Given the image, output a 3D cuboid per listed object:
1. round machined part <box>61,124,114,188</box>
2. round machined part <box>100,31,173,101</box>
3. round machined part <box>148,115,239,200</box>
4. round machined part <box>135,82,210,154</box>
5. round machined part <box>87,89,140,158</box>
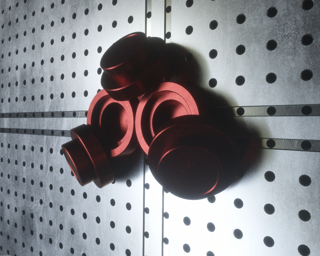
[{"bbox_3d":[-0.111,0.047,0.457,0.098,0.042,0.097,46,152,35],"label":"round machined part"},{"bbox_3d":[-0.036,-0.084,0.393,0.098,0.042,0.098,-22,41,21],"label":"round machined part"},{"bbox_3d":[0.035,0.038,0.333,0.098,0.042,0.097,4,118,9],"label":"round machined part"},{"bbox_3d":[0.019,-0.006,0.380,0.098,0.042,0.097,0,90,39],"label":"round machined part"},{"bbox_3d":[-0.057,-0.008,0.442,0.098,0.042,0.097,0,90,39],"label":"round machined part"}]
